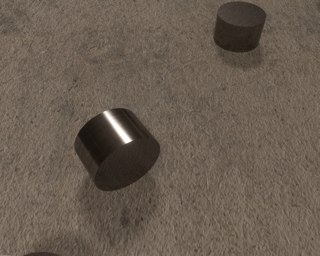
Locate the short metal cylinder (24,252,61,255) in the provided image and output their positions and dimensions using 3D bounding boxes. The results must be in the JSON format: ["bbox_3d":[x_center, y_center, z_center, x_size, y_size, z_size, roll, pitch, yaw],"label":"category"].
[{"bbox_3d":[-0.100,0.152,0.258,0.081,0.050,0.080,0,50,0],"label":"short metal cylinder"}]

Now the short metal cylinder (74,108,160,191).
[{"bbox_3d":[-0.047,0.025,0.346,0.081,0.080,0.050,-27,55,-21],"label":"short metal cylinder"}]

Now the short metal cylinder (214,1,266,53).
[{"bbox_3d":[0.137,-0.176,0.536,0.081,0.050,0.080,0,50,0],"label":"short metal cylinder"}]
